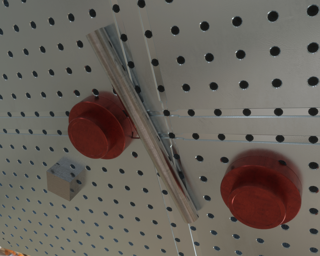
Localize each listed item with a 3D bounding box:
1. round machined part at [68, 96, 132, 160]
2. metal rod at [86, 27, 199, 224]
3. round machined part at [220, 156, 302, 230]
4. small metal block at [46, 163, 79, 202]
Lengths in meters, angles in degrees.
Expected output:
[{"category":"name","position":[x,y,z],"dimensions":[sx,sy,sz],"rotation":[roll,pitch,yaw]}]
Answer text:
[{"category":"round machined part","position":[-0.095,0.006,0.454],"dimensions":[0.098,0.042,0.097],"rotation":[13,124,21]},{"category":"metal rod","position":[-0.016,0.009,0.425],"dimensions":[0.025,0.025,0.299],"rotation":[-14,111,34]},{"category":"round machined part","position":[0.124,0.088,0.389],"dimensions":[0.098,0.042,0.097],"rotation":[13,124,21]},{"category":"small metal block","position":[-0.178,0.099,0.567],"dimensions":[0.050,0.025,0.050],"rotation":[22,127,14]}]
